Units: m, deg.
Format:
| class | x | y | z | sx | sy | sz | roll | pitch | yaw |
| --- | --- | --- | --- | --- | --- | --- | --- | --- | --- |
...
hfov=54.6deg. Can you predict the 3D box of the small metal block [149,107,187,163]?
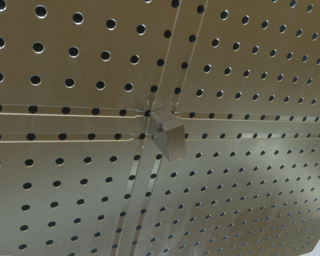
| class | x | y | z | sx | sy | sz | roll | pitch | yaw |
| --- | --- | --- | --- | --- | --- | --- | --- | --- | --- |
| small metal block | 0.010 | 0.008 | 0.405 | 0.025 | 0.050 | 0.050 | -21 | 127 | -16 |
